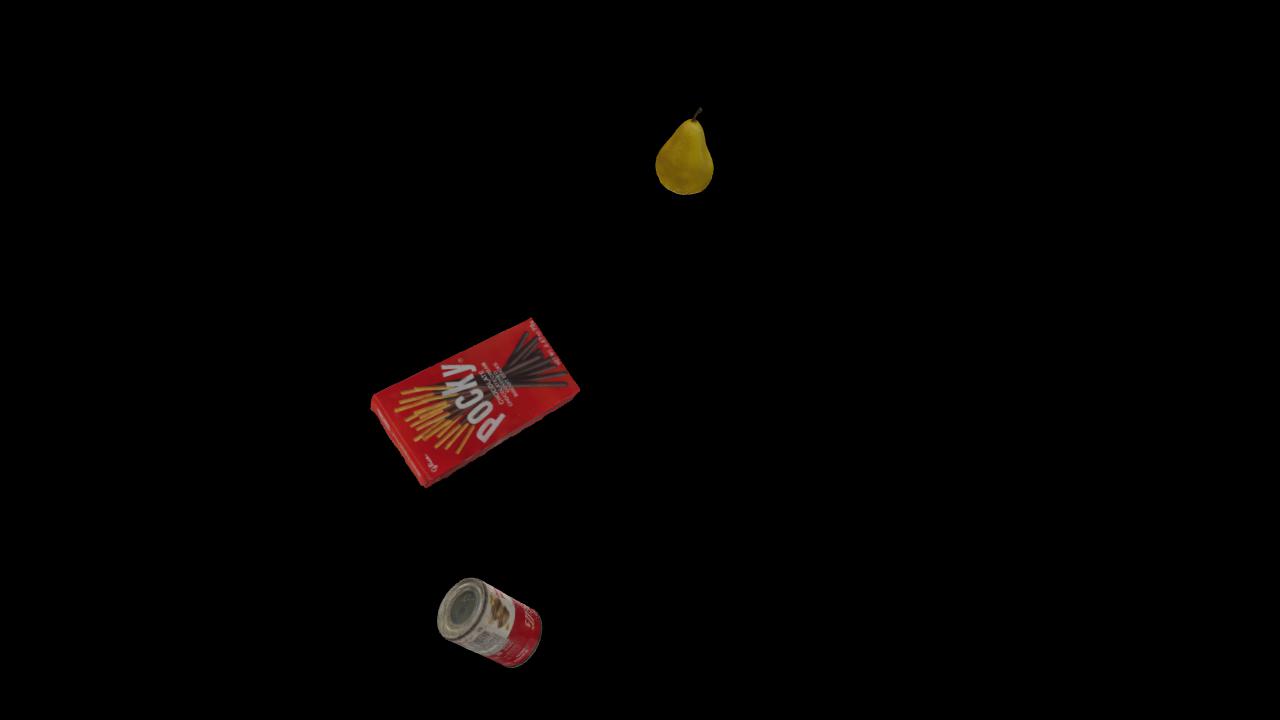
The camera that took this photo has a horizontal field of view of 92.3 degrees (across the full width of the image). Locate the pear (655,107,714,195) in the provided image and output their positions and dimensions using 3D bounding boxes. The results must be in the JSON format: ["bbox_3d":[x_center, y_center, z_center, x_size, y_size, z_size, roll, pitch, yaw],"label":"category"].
[{"bbox_3d":[0.059,-0.276,0.805,0.080,0.111,0.080,0,37,0],"label":"pear"}]

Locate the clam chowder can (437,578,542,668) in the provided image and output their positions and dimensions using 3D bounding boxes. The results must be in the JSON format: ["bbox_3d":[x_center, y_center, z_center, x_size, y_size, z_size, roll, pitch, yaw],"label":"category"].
[{"bbox_3d":[-0.166,0.292,0.684,0.068,0.068,0.102,0,-36,38],"label":"clam chowder can"}]

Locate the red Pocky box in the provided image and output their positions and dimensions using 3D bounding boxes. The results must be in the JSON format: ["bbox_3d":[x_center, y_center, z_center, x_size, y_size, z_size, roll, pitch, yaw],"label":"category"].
[{"bbox_3d":[-0.132,0.031,0.516,0.155,0.083,0.028,-32,-5,-34],"label":"red Pocky box"}]
